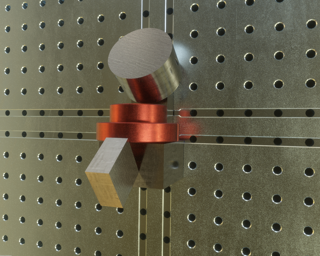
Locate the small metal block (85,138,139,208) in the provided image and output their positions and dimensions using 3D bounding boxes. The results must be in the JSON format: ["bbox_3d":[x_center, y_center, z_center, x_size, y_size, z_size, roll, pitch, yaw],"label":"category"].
[{"bbox_3d":[-0.047,0.045,0.318,0.025,0.050,0.050,1,129,19],"label":"small metal block"}]

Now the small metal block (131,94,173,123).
[{"bbox_3d":[-0.010,-0.031,0.414,0.050,0.025,0.050,1,90,19],"label":"small metal block"}]

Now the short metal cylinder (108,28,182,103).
[{"bbox_3d":[-0.017,-0.078,0.387,0.080,0.050,0.080,-8,58,14],"label":"short metal cylinder"}]

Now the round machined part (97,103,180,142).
[{"bbox_3d":[-0.026,-0.007,0.371,0.098,0.098,0.042,1,91,19],"label":"round machined part"}]

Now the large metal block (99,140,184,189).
[{"bbox_3d":[-0.020,0.041,0.389,0.080,0.080,0.050,1,91,19],"label":"large metal block"}]
